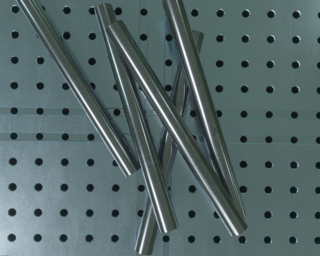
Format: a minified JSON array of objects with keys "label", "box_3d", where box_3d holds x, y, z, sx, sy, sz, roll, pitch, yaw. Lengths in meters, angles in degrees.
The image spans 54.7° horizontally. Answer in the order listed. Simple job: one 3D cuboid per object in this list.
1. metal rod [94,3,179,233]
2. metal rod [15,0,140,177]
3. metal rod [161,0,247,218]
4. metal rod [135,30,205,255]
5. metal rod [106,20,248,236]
[{"label":"metal rod","box_3d":[-0.032,-0.017,0.397,0.025,0.025,0.299,-17,84,0]},{"label":"metal rod","box_3d":[-0.114,-0.068,0.411,0.025,0.025,0.299,-32,90,0]},{"label":"metal rod","box_3d":[0.058,-0.023,0.395,0.025,0.025,0.298,-18,98,0]},{"label":"metal rod","box_3d":[0.013,0.019,0.413,0.025,0.025,0.298,13,90,-1]},{"label":"metal rod","box_3d":[0.021,0.001,0.387,0.025,0.025,0.299,-31,91,0]}]
